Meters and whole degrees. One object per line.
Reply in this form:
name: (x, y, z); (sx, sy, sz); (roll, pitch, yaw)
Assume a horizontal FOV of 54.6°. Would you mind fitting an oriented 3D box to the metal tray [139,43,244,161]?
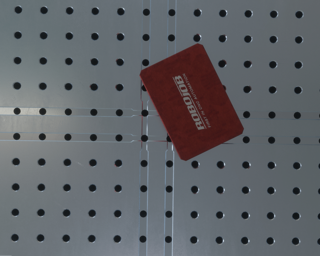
metal tray: (0.041, -0.033, 0.411); (0.090, 0.030, 0.130); (-26, 90, 0)
